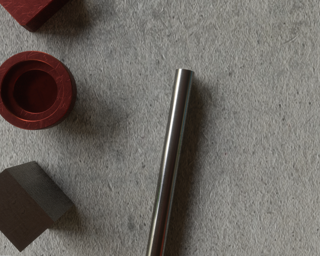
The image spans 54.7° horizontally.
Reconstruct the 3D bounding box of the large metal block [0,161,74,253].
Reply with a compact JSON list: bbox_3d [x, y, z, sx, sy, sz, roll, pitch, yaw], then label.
[{"bbox_3d":[-0.162,0.091,0.380,0.050,0.080,0.080,-42,91,0],"label":"large metal block"}]

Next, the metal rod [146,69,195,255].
[{"bbox_3d":[0.010,0.072,0.410,0.025,0.025,0.298,9,90,-1],"label":"metal rod"}]

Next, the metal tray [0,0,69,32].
[{"bbox_3d":[-0.184,-0.204,0.405,0.090,0.030,0.130,-43,91,0],"label":"metal tray"}]

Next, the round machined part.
[{"bbox_3d":[-0.156,-0.046,0.399,0.099,0.042,0.097,0,90,-1],"label":"round machined part"}]
